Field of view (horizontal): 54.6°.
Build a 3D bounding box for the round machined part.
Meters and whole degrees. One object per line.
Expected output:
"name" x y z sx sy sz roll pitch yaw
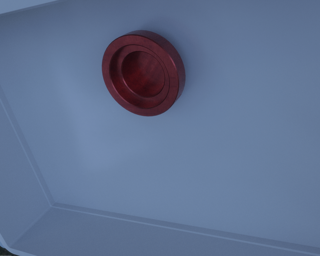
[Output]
"round machined part" -0.015 -0.066 0.365 0.098 0.042 0.097 13 124 21
